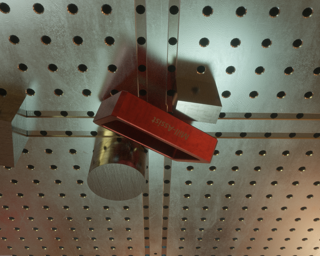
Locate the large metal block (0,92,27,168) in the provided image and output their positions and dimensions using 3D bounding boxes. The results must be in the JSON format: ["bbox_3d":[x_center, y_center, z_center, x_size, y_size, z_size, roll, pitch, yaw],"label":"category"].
[{"bbox_3d":[-0.219,-0.001,0.392,0.081,0.050,0.079,11,129,-10],"label":"large metal block"}]

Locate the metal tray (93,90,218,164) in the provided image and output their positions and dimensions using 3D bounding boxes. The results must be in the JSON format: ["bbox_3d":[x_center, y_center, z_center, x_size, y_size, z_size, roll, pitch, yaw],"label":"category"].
[{"bbox_3d":[-0.007,0.004,0.377,0.131,0.030,0.090,27,165,-21],"label":"metal tray"}]

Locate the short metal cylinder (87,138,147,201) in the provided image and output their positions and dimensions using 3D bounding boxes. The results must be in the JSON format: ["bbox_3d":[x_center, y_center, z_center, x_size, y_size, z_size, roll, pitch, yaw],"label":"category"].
[{"bbox_3d":[-0.060,0.060,0.446,0.081,0.050,0.079,0,130,0],"label":"short metal cylinder"}]

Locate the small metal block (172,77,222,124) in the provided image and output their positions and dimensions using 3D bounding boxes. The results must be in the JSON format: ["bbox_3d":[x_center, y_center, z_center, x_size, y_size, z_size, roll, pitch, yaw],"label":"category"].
[{"bbox_3d":[0.042,-0.033,0.367,0.050,0.050,0.025,7,129,-7],"label":"small metal block"}]
